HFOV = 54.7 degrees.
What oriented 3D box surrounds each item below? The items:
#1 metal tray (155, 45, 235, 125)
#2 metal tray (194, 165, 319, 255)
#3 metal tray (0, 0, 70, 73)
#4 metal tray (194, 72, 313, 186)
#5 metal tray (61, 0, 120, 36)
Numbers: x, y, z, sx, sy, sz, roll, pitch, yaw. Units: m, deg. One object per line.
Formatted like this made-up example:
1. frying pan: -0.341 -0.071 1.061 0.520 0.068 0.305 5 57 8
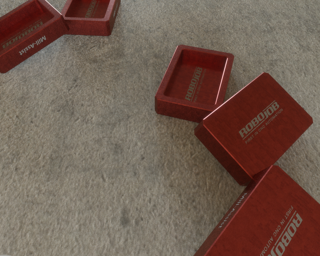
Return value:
1. metal tray: 0.054 -0.067 0.457 0.090 0.030 0.130 13 51 10
2. metal tray: 0.102 0.109 0.290 0.090 0.030 0.131 44 60 7
3. metal tray: -0.227 -0.157 0.508 0.130 0.030 0.090 -39 59 -12
4. metal tray: 0.118 -0.003 0.384 0.131 0.030 0.090 -36 80 -27
5. metal tray: -0.129 -0.225 0.587 0.091 0.030 0.130 3 50 2
